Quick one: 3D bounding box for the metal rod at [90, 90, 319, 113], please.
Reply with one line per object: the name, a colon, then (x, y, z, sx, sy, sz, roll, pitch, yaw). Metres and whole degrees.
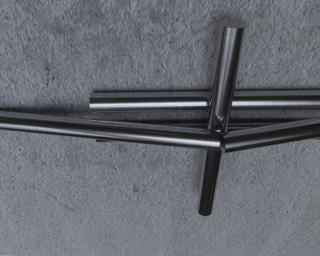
metal rod: (0.067, -0.033, 0.381, 0.302, 0.025, 0.025, -1, 130, 0)

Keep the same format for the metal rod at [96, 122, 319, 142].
metal rod: (0.067, 0.005, 0.413, 0.302, 0.025, 0.025, -1, 130, 0)

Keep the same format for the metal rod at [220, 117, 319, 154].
metal rod: (0.220, -0.005, 0.375, 0.302, 0.025, 0.025, -9, 131, -6)

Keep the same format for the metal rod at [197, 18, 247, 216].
metal rod: (0.070, 0.014, 0.389, 0.025, 0.025, 0.298, 0, 130, 0)

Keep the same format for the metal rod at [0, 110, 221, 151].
metal rod: (-0.080, 0.001, 0.375, 0.302, 0.025, 0.025, 5, 131, 7)
